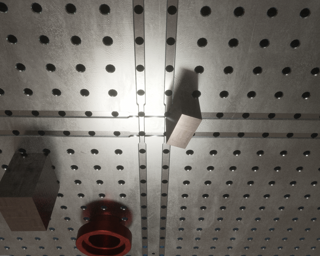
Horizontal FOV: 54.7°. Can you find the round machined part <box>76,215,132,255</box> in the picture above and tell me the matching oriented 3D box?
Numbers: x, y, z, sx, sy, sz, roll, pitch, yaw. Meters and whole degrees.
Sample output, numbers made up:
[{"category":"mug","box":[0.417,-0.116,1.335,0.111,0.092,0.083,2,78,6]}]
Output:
[{"category":"round machined part","box":[-0.100,0.196,0.566,0.099,0.042,0.097,-1,130,0]}]

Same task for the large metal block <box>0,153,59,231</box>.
[{"category":"large metal block","box":[-0.189,0.093,0.452,0.050,0.080,0.079,0,130,0]}]

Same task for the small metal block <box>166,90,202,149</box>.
[{"category":"small metal block","box":[0.028,-0.011,0.387,0.025,0.050,0.050,16,128,-13]}]
